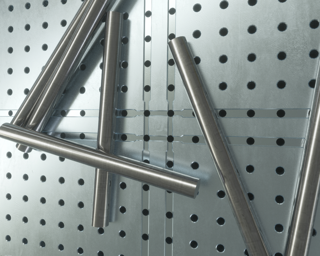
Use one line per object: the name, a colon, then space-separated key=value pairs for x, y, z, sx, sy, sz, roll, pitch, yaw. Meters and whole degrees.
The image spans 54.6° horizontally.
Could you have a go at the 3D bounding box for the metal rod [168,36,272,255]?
metal rod: x=0.073 y=0.026 z=0.386 sx=0.025 sy=0.025 sz=0.299 roll=-23 pitch=83 yaw=19

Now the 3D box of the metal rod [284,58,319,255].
metal rod: x=0.177 y=0.017 z=0.349 sx=0.025 sy=0.025 sz=0.298 roll=10 pitch=93 yaw=20

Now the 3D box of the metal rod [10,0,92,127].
metal rod: x=-0.144 y=-0.114 z=0.464 sx=0.025 sy=0.025 sz=0.299 roll=40 pitch=102 yaw=15

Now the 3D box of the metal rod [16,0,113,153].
metal rod: x=-0.136 y=-0.089 z=0.451 sx=0.025 sy=0.025 sz=0.299 roll=38 pitch=105 yaw=16

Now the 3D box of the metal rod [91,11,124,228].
metal rod: x=-0.075 y=-0.011 z=0.439 sx=0.025 sy=0.025 sz=0.298 roll=5 pitch=92 yaw=20

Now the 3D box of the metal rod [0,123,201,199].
metal rod: x=-0.094 y=0.038 z=0.418 sx=0.301 sy=0.025 sz=0.025 roll=14 pitch=95 yaw=18
